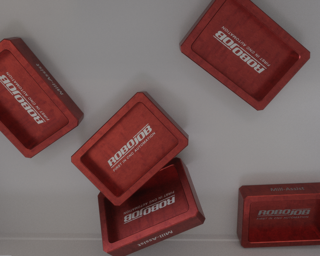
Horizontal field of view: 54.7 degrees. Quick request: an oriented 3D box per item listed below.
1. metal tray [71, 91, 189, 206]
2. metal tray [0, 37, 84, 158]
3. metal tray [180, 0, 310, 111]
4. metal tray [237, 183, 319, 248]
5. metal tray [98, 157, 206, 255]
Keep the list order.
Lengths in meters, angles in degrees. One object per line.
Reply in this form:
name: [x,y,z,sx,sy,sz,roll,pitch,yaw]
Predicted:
metal tray: [-0.038,0.027,0.403,0.130,0.030,0.090,-43,92,10]
metal tray: [-0.174,-0.036,0.393,0.090,0.030,0.130,-33,107,11]
metal tray: [0.100,-0.093,0.374,0.130,0.030,0.090,35,106,-12]
metal tray: [0.184,0.129,0.457,0.131,0.030,0.089,-3,110,0]
metal tray: [-0.016,0.105,0.413,0.130,0.090,0.030,-25,137,9]
